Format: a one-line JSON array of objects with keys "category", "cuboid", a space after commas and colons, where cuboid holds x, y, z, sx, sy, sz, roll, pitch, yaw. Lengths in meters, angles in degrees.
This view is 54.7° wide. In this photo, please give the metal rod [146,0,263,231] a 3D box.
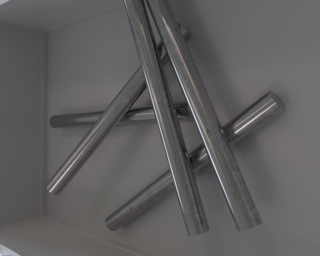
[{"category": "metal rod", "cuboid": [0.038, -0.039, 0.341, 0.025, 0.025, 0.299, -32, 71, 35]}]

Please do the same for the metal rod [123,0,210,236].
[{"category": "metal rod", "cuboid": [0.003, -0.027, 0.364, 0.025, 0.025, 0.299, -22, 79, 38]}]

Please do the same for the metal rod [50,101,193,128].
[{"category": "metal rod", "cuboid": [-0.074, -0.016, 0.468, 0.300, 0.025, 0.025, -2, 89, 40]}]

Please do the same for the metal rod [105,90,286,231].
[{"category": "metal rod", "cuboid": [0.023, 0.057, 0.387, 0.299, 0.025, 0.025, -42, 65, 31]}]

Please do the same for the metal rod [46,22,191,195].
[{"category": "metal rod", "cuboid": [-0.065, -0.017, 0.425, 0.299, 0.025, 0.025, -49, 61, 16]}]
